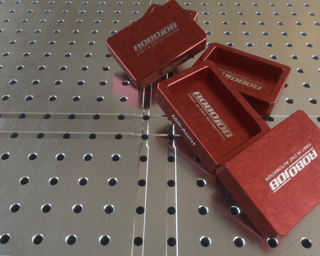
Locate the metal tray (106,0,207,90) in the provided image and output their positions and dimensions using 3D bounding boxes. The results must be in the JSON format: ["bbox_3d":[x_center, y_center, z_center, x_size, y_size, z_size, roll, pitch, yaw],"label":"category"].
[{"bbox_3d":[-0.005,-0.130,0.480,0.130,0.030,0.090,-34,73,-9],"label":"metal tray"}]

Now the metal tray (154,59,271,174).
[{"bbox_3d":[0.065,-0.018,0.397,0.091,0.030,0.130,-29,72,-22],"label":"metal tray"}]

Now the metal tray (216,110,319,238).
[{"bbox_3d":[0.140,0.047,0.347,0.131,0.030,0.090,-31,77,-23],"label":"metal tray"}]

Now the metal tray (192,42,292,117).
[{"bbox_3d":[0.119,-0.077,0.469,0.130,0.030,0.090,25,54,19],"label":"metal tray"}]

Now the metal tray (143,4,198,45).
[{"bbox_3d":[0.006,-0.166,0.544,0.090,0.030,0.130,15,51,12],"label":"metal tray"}]
